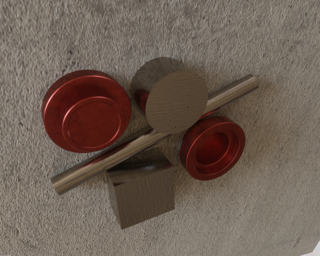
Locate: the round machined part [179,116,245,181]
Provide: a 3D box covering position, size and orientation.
[{"bbox_3d":[0.072,0.025,0.452,0.099,0.042,0.097,-14,124,-21],"label":"round machined part"}]

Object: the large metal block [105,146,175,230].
[{"bbox_3d":[-0.027,0.082,0.429,0.081,0.050,0.079,-16,125,-19],"label":"large metal block"}]

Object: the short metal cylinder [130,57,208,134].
[{"bbox_3d":[0.010,-0.039,0.373,0.081,0.050,0.079,-14,124,-21],"label":"short metal cylinder"}]

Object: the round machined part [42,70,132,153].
[{"bbox_3d":[-0.078,-0.012,0.347,0.099,0.042,0.097,-14,124,-21],"label":"round machined part"}]

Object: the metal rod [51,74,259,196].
[{"bbox_3d":[0.002,0.004,0.413,0.302,0.025,0.025,-28,128,-11],"label":"metal rod"}]
